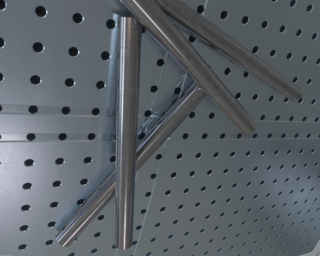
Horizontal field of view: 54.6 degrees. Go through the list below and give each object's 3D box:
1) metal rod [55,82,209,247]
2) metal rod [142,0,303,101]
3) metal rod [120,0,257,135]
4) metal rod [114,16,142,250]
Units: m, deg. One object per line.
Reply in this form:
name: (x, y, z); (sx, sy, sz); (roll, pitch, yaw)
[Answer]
metal rod: (-0.035, 0.046, 0.419); (0.300, 0.025, 0.025); (-48, 129, 5)
metal rod: (0.101, -0.097, 0.405); (0.302, 0.025, 0.025); (20, 108, -36)
metal rod: (0.031, -0.078, 0.349); (0.025, 0.025, 0.301); (-47, 126, 4)
metal rod: (-0.041, 0.023, 0.378); (0.025, 0.025, 0.298); (-7, 114, -25)
